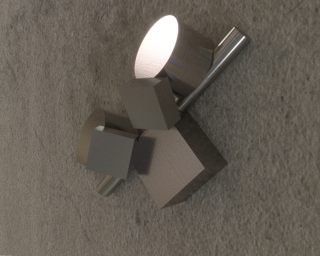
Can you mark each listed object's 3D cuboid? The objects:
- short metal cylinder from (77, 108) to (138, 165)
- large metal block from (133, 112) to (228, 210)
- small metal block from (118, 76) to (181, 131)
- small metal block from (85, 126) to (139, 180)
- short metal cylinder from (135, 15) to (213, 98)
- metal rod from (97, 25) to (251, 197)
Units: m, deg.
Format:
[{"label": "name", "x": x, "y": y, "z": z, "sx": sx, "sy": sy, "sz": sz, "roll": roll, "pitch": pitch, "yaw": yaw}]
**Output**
[{"label": "short metal cylinder", "x": -0.074, "y": 0.018, "z": 0.431, "sx": 0.080, "sy": 0.050, "sz": 0.080, "roll": -32, "pitch": 47, "yaw": 43}, {"label": "large metal block", "x": 0.018, "y": 0.037, "z": 0.371, "sx": 0.080, "sy": 0.050, "sz": 0.080, "roll": -49, "pitch": 62, "yaw": 29}, {"label": "small metal block", "x": -0.011, "y": -0.026, "z": 0.332, "sx": 0.050, "sy": 0.025, "sz": 0.050, "roll": 3, "pitch": 123, "yaw": 39}, {"label": "small metal block", "x": -0.057, "y": 0.029, "z": 0.370, "sx": 0.050, "sy": 0.025, "sz": 0.050, "roll": 14, "pitch": 101, "yaw": 6}, {"label": "short metal cylinder", "x": 0.014, "y": -0.081, "z": 0.358, "sx": 0.080, "sy": 0.050, "sz": 0.080, "roll": -32, "pitch": 47, "yaw": 43}, {"label": "metal rod", "x": 0.002, "y": -0.004, "z": 0.403, "sx": 0.299, "sy": 0.025, "sz": 0.025, "roll": -48, "pitch": 62, "yaw": 28}]
